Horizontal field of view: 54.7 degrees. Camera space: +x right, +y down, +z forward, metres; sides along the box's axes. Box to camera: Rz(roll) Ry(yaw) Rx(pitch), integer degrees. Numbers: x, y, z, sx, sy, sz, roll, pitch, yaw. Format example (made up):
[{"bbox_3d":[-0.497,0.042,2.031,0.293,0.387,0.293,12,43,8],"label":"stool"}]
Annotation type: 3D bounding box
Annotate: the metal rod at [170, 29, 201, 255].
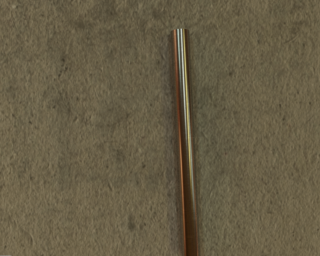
[{"bbox_3d":[0.034,0.021,0.410,0.025,0.025,0.298,-3,90,-1],"label":"metal rod"}]
